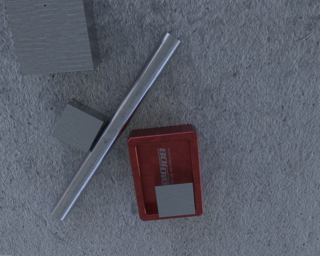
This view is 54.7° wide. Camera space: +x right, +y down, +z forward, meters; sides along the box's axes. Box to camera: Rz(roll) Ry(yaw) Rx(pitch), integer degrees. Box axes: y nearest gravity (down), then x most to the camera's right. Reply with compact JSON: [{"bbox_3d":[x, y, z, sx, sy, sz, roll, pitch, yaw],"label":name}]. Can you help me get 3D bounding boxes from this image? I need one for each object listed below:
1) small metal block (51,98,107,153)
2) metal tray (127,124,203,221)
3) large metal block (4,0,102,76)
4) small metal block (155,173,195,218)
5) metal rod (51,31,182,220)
[{"bbox_3d":[-0.106,-0.003,0.407,0.050,0.025,0.050,28,107,-10],"label":"small metal block"},{"bbox_3d":[0.009,0.064,0.430,0.091,0.030,0.129,-6,110,1],"label":"metal tray"},{"bbox_3d":[-0.117,-0.107,0.355,0.081,0.050,0.079,-5,110,1],"label":"large metal block"},{"bbox_3d":[0.021,0.094,0.431,0.050,0.025,0.050,-6,110,2],"label":"small metal block"},{"bbox_3d":[-0.066,0.008,0.411,0.025,0.025,0.299,32,107,-11],"label":"metal rod"}]
